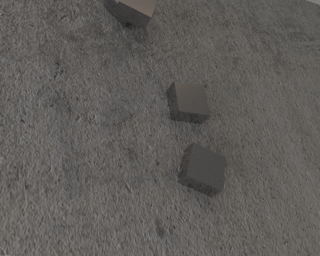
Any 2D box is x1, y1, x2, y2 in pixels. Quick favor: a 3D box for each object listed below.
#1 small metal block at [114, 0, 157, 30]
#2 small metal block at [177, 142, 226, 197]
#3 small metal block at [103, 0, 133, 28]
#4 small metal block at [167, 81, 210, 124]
[{"bbox_3d":[-0.036,-0.183,0.464,0.050,0.025,0.050,22,54,-15],"label":"small metal block"},{"bbox_3d":[0.055,0.054,0.400,0.050,0.025,0.050,26,53,-12],"label":"small metal block"},{"bbox_3d":[-0.053,-0.194,0.493,0.050,0.025,0.050,47,51,4],"label":"small metal block"},{"bbox_3d":[0.040,-0.036,0.447,0.050,0.025,0.050,7,59,-25],"label":"small metal block"}]
